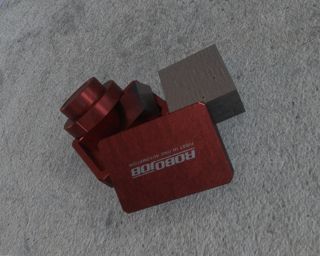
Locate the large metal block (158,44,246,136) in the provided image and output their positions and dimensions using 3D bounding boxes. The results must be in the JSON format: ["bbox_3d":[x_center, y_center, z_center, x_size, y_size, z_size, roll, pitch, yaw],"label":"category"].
[{"bbox_3d":[0.051,-0.047,0.392,0.080,0.050,0.080,-24,53,13],"label":"large metal block"}]

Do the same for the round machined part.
[{"bbox_3d":[-0.104,-0.035,0.444,0.098,0.042,0.098,-37,22,18],"label":"round machined part"}]

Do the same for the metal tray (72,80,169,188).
[{"bbox_3d":[-0.049,0.005,0.424,0.130,0.030,0.090,-46,51,-4],"label":"metal tray"}]

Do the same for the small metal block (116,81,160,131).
[{"bbox_3d":[-0.031,-0.024,0.407,0.050,0.025,0.050,-46,47,33],"label":"small metal block"}]

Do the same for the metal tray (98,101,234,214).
[{"bbox_3d":[0.006,0.034,0.349,0.130,0.030,0.090,-21,90,16],"label":"metal tray"}]
